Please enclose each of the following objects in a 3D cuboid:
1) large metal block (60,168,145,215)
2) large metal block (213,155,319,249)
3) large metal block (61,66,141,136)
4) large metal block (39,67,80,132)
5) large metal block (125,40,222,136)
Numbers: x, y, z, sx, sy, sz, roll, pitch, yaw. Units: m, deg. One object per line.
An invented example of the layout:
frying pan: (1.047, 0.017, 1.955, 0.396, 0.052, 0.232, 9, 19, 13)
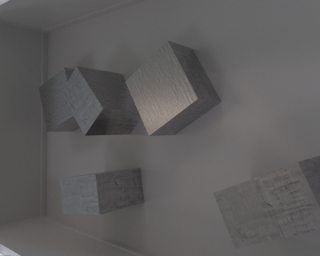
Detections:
large metal block: (-0.082, 0.088, 0.439, 0.080, 0.081, 0.050, -12, 82, 39)
large metal block: (0.110, 0.064, 0.280, 0.080, 0.081, 0.050, -31, 71, 36)
large metal block: (-0.078, -0.036, 0.436, 0.050, 0.081, 0.080, -51, 60, 28)
large metal block: (-0.152, -0.044, 0.516, 0.080, 0.050, 0.080, -24, 75, 37)
large metal block: (0.014, -0.045, 0.379, 0.080, 0.050, 0.080, -37, 67, 33)
